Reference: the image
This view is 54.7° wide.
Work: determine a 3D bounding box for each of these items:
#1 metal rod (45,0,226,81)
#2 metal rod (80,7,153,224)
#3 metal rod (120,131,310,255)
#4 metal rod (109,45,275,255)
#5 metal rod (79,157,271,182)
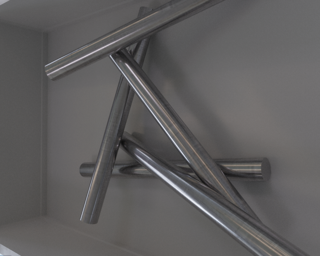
[{"bbox_3d":[-0.010,-0.121,0.358,0.300,0.025,0.025,-20,77,20],"label":"metal rod"},{"bbox_3d":[-0.057,-0.016,0.423,0.025,0.025,0.298,17,92,39],"label":"metal rod"},{"bbox_3d":[0.024,0.059,0.334,0.300,0.025,0.025,29,109,53],"label":"metal rod"},{"bbox_3d":[0.023,0.009,0.349,0.025,0.025,0.299,-49,64,29],"label":"metal rod"},{"bbox_3d":[-0.007,0.055,0.412,0.300,0.025,0.025,-6,86,39],"label":"metal rod"}]
